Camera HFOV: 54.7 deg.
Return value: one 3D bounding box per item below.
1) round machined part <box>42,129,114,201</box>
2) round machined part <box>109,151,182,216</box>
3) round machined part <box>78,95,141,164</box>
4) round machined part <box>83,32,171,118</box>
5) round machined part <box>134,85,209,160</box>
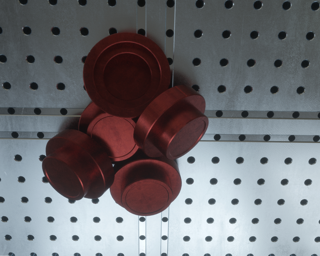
[{"bbox_3d":[-0.111,0.054,0.397,0.098,0.042,0.097,17,128,24],"label":"round machined part"},{"bbox_3d":[-0.019,0.081,0.421,0.099,0.042,0.097,-3,122,-5],"label":"round machined part"},{"bbox_3d":[-0.057,0.004,0.404,0.099,0.042,0.097,0,110,-1],"label":"round machined part"},{"bbox_3d":[-0.039,-0.060,0.370,0.099,0.042,0.097,0,89,-6],"label":"round machined part"},{"bbox_3d":[0.020,0.000,0.373,0.042,0.099,0.098,45,109,28],"label":"round machined part"}]
